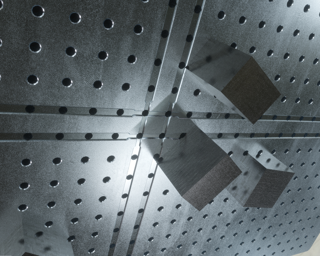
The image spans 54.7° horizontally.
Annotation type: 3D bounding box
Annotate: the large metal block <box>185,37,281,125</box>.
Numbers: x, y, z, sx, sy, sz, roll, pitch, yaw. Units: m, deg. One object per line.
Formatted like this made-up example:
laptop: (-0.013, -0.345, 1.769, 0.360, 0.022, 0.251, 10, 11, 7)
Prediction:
large metal block: (0.091, -0.060, 0.390, 0.050, 0.080, 0.080, -50, 129, 7)

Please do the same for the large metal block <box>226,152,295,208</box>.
large metal block: (0.179, 0.095, 0.555, 0.081, 0.050, 0.079, 12, 112, -34)

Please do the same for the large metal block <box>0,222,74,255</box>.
large metal block: (-0.174, 0.184, 0.414, 0.080, 0.050, 0.080, -46, 130, 4)

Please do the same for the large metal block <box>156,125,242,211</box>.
large metal block: (0.054, 0.055, 0.441, 0.080, 0.080, 0.050, -43, 130, 1)
